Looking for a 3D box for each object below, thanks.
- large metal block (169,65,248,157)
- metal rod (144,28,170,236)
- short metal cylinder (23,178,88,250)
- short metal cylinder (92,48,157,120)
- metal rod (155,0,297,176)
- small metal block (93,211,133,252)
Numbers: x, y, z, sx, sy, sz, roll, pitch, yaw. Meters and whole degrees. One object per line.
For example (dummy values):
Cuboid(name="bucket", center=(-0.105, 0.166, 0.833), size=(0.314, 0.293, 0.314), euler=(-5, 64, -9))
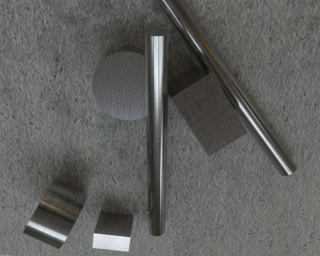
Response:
Cuboid(name="large metal block", center=(0.050, -0.024, 0.369), size=(0.050, 0.080, 0.080), euler=(-33, 107, 4))
Cuboid(name="metal rod", center=(-0.004, 0.030, 0.383), size=(0.025, 0.025, 0.298), euler=(0, 125, 0))
Cuboid(name="short metal cylinder", center=(-0.141, 0.116, 0.422), size=(0.050, 0.080, 0.080), euler=(29, 107, -10))
Cuboid(name="short metal cylinder", center=(-0.037, -0.055, 0.376), size=(0.081, 0.050, 0.079), euler=(0, 110, 0))
Cuboid(name="metal rod", center=(0.088, -0.053, 0.391), size=(0.025, 0.025, 0.300), euler=(-36, 107, 12))
Cuboid(name="small metal block", center=(-0.067, 0.150, 0.451), size=(0.050, 0.050, 0.025), euler=(8, 110, -3))
